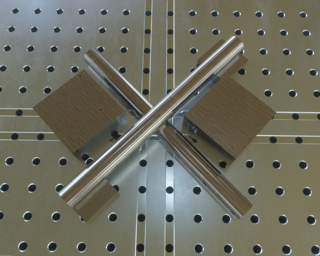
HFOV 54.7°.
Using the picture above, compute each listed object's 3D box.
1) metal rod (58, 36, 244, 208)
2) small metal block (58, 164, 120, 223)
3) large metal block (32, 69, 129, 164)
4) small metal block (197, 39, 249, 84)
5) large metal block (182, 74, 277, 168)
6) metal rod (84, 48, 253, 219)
[{"bbox_3d":[-0.001,-0.017,0.391,0.301,0.025,0.025,-43,76,-14],"label":"metal rod"},{"bbox_3d":[-0.086,0.080,0.382,0.050,0.025,0.050,43,75,14],"label":"small metal block"},{"bbox_3d":[-0.100,-0.014,0.403,0.080,0.050,0.080,-41,75,-14],"label":"large metal block"},{"bbox_3d":[0.089,-0.092,0.446,0.050,0.025,0.050,-42,76,-14],"label":"small metal block"},{"bbox_3d":[0.087,-0.009,0.402,0.080,0.050,0.080,41,75,13],"label":"large metal block"},{"bbox_3d":[0.002,-0.002,0.411,0.025,0.025,0.300,-41,75,-13],"label":"metal rod"}]
